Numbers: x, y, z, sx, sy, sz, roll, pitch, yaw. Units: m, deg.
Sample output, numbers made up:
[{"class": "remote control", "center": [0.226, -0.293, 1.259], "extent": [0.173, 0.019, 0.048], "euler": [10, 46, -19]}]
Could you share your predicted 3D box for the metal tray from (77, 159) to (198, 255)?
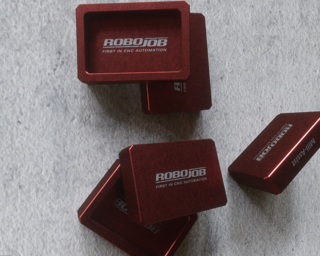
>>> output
[{"class": "metal tray", "center": [-0.026, 0.111, 0.397], "extent": [0.130, 0.030, 0.090], "euler": [40, 77, -16]}]

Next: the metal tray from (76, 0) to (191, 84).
[{"class": "metal tray", "center": [-0.030, -0.099, 0.368], "extent": [0.131, 0.030, 0.089], "euler": [-1, 92, 3]}]

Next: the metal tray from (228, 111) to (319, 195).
[{"class": "metal tray", "center": [0.169, 0.030, 0.438], "extent": [0.130, 0.090, 0.030], "euler": [-43, 104, -15]}]

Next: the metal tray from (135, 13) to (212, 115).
[{"class": "metal tray", "center": [0.018, -0.086, 0.414], "extent": [0.091, 0.030, 0.129], "euler": [-6, 92, -20]}]

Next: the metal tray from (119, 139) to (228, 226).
[{"class": "metal tray", "center": [0.019, 0.063, 0.388], "extent": [0.131, 0.030, 0.090], "euler": [-3, 76, -34]}]
